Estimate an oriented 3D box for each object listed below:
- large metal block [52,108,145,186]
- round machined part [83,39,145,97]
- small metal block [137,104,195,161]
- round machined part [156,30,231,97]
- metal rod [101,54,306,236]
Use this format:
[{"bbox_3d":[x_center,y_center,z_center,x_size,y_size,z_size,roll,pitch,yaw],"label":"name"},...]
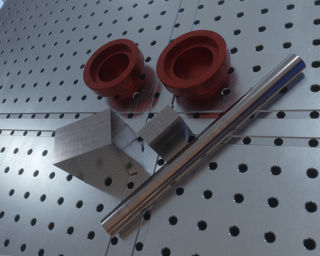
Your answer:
[{"bbox_3d":[-0.076,0.028,0.396,0.080,0.080,0.050,-20,54,17],"label":"large metal block"},{"bbox_3d":[-0.068,-0.089,0.488,0.098,0.042,0.098,-13,56,21],"label":"round machined part"},{"bbox_3d":[0.008,0.007,0.383,0.050,0.050,0.025,-42,51,-1],"label":"small metal block"},{"bbox_3d":[0.048,-0.083,0.423,0.098,0.042,0.098,-13,56,21],"label":"round machined part"},{"bbox_3d":[0.051,0.020,0.369,0.300,0.025,0.025,-41,51,0],"label":"metal rod"}]
